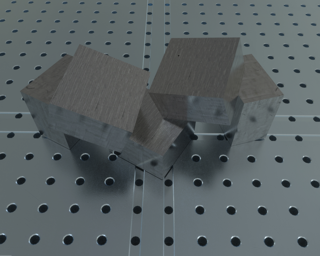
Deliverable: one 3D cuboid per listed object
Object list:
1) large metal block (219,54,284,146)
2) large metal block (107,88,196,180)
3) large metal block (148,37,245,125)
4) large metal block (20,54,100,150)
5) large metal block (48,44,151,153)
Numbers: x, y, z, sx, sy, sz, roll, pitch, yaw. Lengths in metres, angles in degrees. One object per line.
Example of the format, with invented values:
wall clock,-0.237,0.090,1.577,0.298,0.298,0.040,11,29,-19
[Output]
large metal block,0.106,-0.036,0.404,0.050,0.080,0.080,-13,51,-11
large metal block,-0.010,0.004,0.387,0.080,0.050,0.080,26,54,19
large metal block,0.044,-0.054,0.347,0.080,0.050,0.080,7,62,25
large metal block,-0.118,-0.034,0.398,0.050,0.080,0.080,24,54,18
large metal block,-0.064,-0.030,0.331,0.080,0.050,0.080,20,57,-10
